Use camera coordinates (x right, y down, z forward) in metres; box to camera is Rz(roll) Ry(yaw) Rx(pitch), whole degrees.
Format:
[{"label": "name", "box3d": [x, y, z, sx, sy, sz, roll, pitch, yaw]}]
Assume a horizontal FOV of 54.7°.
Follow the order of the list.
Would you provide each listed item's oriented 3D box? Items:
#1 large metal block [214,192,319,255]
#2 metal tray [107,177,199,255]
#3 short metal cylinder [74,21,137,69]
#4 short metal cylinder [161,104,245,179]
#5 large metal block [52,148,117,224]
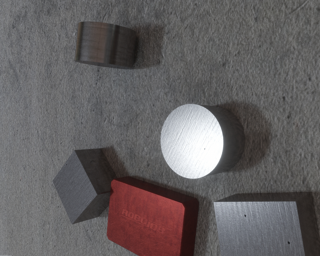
[{"label": "large metal block", "box3d": [0.106, 0.107, 0.302, 0.080, 0.050, 0.080, -12, 83, 39]}, {"label": "metal tray", "box3d": [-0.014, 0.123, 0.414, 0.130, 0.030, 0.089, 9, 96, 39]}, {"label": "short metal cylinder", "box3d": [-0.075, -0.113, 0.431, 0.080, 0.081, 0.050, 12, 98, 39]}, {"label": "short metal cylinder", "box3d": [0.048, 0.014, 0.349, 0.080, 0.050, 0.080, 0, 90, 40]}, {"label": "large metal block", "box3d": [-0.114, 0.089, 0.483, 0.080, 0.050, 0.080, -49, 61, 28]}]
